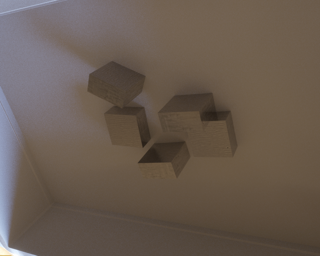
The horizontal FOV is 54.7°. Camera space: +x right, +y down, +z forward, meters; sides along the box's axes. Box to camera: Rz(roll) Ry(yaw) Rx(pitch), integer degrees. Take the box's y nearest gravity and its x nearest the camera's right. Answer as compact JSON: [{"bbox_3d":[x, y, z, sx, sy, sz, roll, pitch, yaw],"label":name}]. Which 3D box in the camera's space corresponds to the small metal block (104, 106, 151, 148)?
[{"bbox_3d":[-0.045,-0.002,0.431,0.050,0.025,0.050,4,121,26],"label":"small metal block"}]

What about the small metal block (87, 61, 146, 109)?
[{"bbox_3d":[-0.054,-0.055,0.387,0.050,0.050,0.025,26,128,12],"label":"small metal block"}]

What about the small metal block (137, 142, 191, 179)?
[{"bbox_3d":[0.006,0.043,0.416,0.050,0.050,0.025,-5,116,30],"label":"small metal block"}]

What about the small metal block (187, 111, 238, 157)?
[{"bbox_3d":[0.064,0.008,0.380,0.050,0.025,0.050,-2,118,29],"label":"small metal block"}]

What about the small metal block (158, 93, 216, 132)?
[{"bbox_3d":[0.033,-0.018,0.364,0.050,0.050,0.025,-1,118,29],"label":"small metal block"}]
